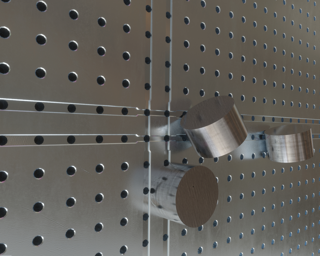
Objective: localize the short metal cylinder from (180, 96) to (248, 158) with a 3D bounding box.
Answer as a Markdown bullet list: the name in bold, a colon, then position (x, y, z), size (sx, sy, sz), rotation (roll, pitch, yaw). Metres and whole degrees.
- **short metal cylinder**: position (0.076, -0.003, 0.436), size (0.080, 0.080, 0.050), rotation (-45, 117, -31)

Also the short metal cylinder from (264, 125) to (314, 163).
- **short metal cylinder**: position (0.238, 0.027, 0.572), size (0.081, 0.080, 0.050), rotation (-19, 102, -39)

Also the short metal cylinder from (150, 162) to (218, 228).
- **short metal cylinder**: position (0.034, 0.089, 0.421), size (0.081, 0.050, 0.079), rotation (0, 90, -40)
